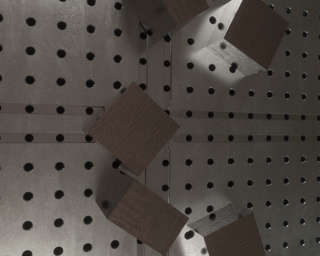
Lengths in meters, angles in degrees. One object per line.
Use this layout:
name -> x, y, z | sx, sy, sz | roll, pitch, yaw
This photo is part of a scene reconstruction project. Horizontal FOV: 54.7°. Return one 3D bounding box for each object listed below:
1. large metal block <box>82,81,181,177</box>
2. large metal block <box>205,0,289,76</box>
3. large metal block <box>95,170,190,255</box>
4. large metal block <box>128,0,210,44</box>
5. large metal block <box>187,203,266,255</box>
large metal block -> -0.036, 0.001, 0.387 | 0.080, 0.050, 0.080 | 44, 76, -15
large metal block -> 0.125, -0.134, 0.447 | 0.080, 0.050, 0.080 | 30, 80, -18
large metal block -> -0.024, 0.099, 0.375 | 0.080, 0.080, 0.050 | 39, 78, -16
large metal block -> 0.005, -0.161, 0.386 | 0.050, 0.080, 0.080 | -35, 102, -17
large metal block -> 0.094, 0.164, 0.436 | 0.081, 0.050, 0.080 | -20, 97, -19
